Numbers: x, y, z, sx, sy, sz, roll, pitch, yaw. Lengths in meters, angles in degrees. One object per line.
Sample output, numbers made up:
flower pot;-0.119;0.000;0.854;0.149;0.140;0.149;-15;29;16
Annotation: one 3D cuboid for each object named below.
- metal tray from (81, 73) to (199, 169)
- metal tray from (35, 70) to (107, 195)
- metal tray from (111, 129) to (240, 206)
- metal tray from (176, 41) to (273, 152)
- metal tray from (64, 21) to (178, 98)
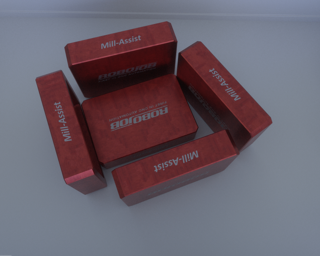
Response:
metal tray;-0.027;-0.011;0.408;0.131;0.030;0.090;-19;71;-7
metal tray;-0.103;0.008;0.369;0.030;0.090;0.130;-20;72;-7
metal tray;0.017;0.049;0.355;0.131;0.090;0.030;-19;72;-7
metal tray;0.072;-0.034;0.387;0.030;0.090;0.130;-35;74;-11
metal tray;-0.046;-0.085;0.404;0.131;0.090;0.030;-15;71;-6
